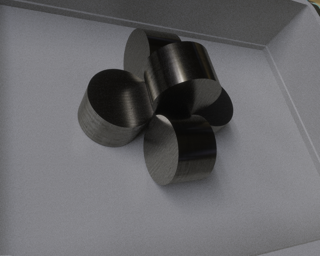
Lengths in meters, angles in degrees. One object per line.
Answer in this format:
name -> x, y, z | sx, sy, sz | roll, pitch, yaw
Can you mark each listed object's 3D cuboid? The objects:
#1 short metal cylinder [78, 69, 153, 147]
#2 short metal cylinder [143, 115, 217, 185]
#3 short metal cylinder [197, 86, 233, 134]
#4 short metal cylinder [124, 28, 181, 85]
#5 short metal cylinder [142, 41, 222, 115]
short metal cylinder -> -0.053, -0.024, 0.373 | 0.081, 0.050, 0.080 | 14, 56, -21
short metal cylinder -> 0.021, 0.024, 0.364 | 0.050, 0.080, 0.080 | -2, 63, -30
short metal cylinder -> 0.054, -0.026, 0.431 | 0.081, 0.050, 0.080 | 14, 56, -21
short metal cylinder -> -0.010, -0.090, 0.417 | 0.050, 0.080, 0.080 | -2, 63, -30
short metal cylinder -> 0.024, -0.053, 0.357 | 0.081, 0.080, 0.050 | -1, 62, -29
